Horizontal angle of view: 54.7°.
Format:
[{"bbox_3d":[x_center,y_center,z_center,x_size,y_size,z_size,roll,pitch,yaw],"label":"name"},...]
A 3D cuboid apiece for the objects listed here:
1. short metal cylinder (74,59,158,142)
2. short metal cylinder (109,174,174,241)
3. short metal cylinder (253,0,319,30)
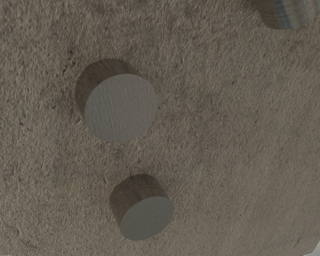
[{"bbox_3d":[-0.049,-0.031,0.344,0.081,0.050,0.079,-14,124,-21],"label":"short metal cylinder"},{"bbox_3d":[-0.027,0.114,0.446,0.081,0.050,0.079,-14,124,-21],"label":"short metal cylinder"},{"bbox_3d":[0.148,-0.160,0.353,0.080,0.080,0.050,-43,129,1],"label":"short metal cylinder"}]
